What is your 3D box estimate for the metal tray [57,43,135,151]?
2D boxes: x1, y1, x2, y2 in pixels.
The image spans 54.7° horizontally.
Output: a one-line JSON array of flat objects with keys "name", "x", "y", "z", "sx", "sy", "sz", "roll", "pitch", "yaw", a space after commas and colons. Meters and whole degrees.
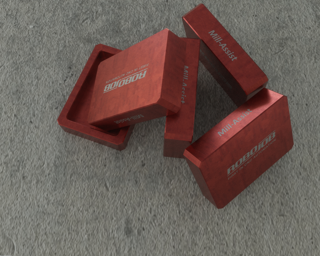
[{"name": "metal tray", "x": -0.068, "y": -0.044, "z": 0.422, "sx": 0.090, "sy": 0.030, "sz": 0.130, "roll": 19, "pitch": 71, "yaw": 6}]

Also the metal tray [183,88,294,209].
[{"name": "metal tray", "x": 0.098, "y": 0.025, "z": 0.367, "sx": 0.131, "sy": 0.090, "sz": 0.030, "roll": -37, "pitch": 39, "yaw": -12}]

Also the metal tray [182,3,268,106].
[{"name": "metal tray", "x": 0.083, "y": -0.088, "z": 0.406, "sx": 0.030, "sy": 0.090, "sz": 0.130, "roll": -36, "pitch": 74, "yaw": 3}]

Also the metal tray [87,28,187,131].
[{"name": "metal tray", "x": -0.031, "y": -0.052, "z": 0.368, "sx": 0.130, "sy": 0.030, "sz": 0.090, "roll": -13, "pitch": 63, "yaw": 43}]

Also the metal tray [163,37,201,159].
[{"name": "metal tray", "x": 0.026, "y": -0.035, "z": 0.388, "sx": 0.030, "sy": 0.090, "sz": 0.130, "roll": 6, "pitch": 71, "yaw": 2}]
